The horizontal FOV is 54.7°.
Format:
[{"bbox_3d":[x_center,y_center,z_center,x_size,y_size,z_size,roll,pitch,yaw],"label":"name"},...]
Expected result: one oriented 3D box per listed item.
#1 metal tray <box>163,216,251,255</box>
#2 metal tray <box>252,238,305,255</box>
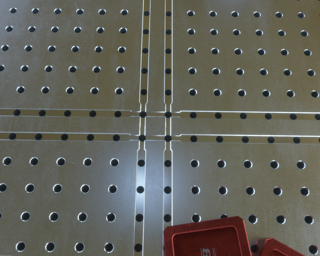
[{"bbox_3d":[0.056,0.167,0.326,0.090,0.030,0.130,-12,60,10],"label":"metal tray"},{"bbox_3d":[0.157,0.193,0.340,0.130,0.030,0.090,28,72,9],"label":"metal tray"}]
